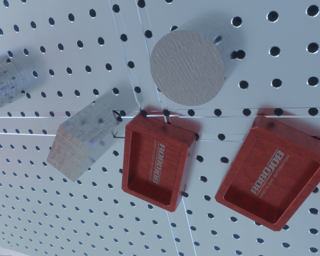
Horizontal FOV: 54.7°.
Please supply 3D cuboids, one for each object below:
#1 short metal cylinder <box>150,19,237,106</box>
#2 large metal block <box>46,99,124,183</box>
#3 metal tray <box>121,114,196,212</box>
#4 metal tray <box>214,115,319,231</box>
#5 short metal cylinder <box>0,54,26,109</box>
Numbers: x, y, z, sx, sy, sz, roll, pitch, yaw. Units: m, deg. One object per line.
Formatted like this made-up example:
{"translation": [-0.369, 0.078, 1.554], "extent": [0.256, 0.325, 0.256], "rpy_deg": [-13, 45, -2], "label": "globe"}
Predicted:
{"translation": [0.036, -0.070, 0.332], "extent": [0.080, 0.050, 0.079], "rpy_deg": [13, 124, 21], "label": "short metal cylinder"}
{"translation": [-0.106, 0.017, 0.442], "extent": [0.050, 0.080, 0.080], "rpy_deg": [37, 129, 3], "label": "large metal block"}
{"translation": [-0.006, 0.052, 0.443], "extent": [0.090, 0.030, 0.129], "rpy_deg": [20, 126, 16], "label": "metal tray"}
{"translation": [0.131, 0.058, 0.374], "extent": [0.090, 0.030, 0.129], "rpy_deg": [26, 128, 12], "label": "metal tray"}
{"translation": [-0.263, -0.071, 0.490], "extent": [0.080, 0.050, 0.079], "rpy_deg": [13, 124, 21], "label": "short metal cylinder"}
